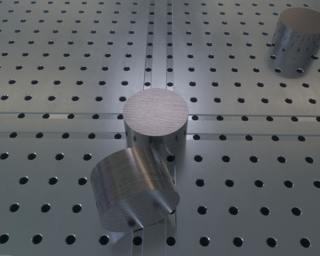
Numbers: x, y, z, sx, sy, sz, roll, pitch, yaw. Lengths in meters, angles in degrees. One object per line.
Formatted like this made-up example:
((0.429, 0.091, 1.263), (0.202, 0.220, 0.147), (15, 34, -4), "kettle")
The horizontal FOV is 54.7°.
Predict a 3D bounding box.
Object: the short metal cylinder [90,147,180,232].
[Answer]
((-0.026, 0.064, 0.318), (0.081, 0.080, 0.050), (-15, 52, -12), "short metal cylinder")

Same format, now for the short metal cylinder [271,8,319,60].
((0.239, -0.162, 0.529), (0.081, 0.050, 0.080), (0, 50, 0), "short metal cylinder")

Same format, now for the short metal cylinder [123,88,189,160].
((-0.005, -0.006, 0.396), (0.081, 0.050, 0.080), (0, 50, 0), "short metal cylinder")
